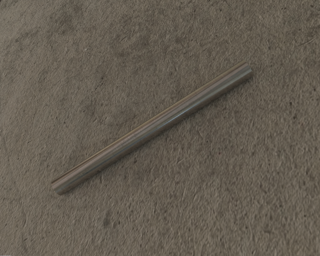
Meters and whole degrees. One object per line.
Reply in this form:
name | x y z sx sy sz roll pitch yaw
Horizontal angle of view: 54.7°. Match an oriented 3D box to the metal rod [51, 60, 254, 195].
metal rod | -0.015 0.003 0.410 0.300 0.025 0.025 -32 52 7
